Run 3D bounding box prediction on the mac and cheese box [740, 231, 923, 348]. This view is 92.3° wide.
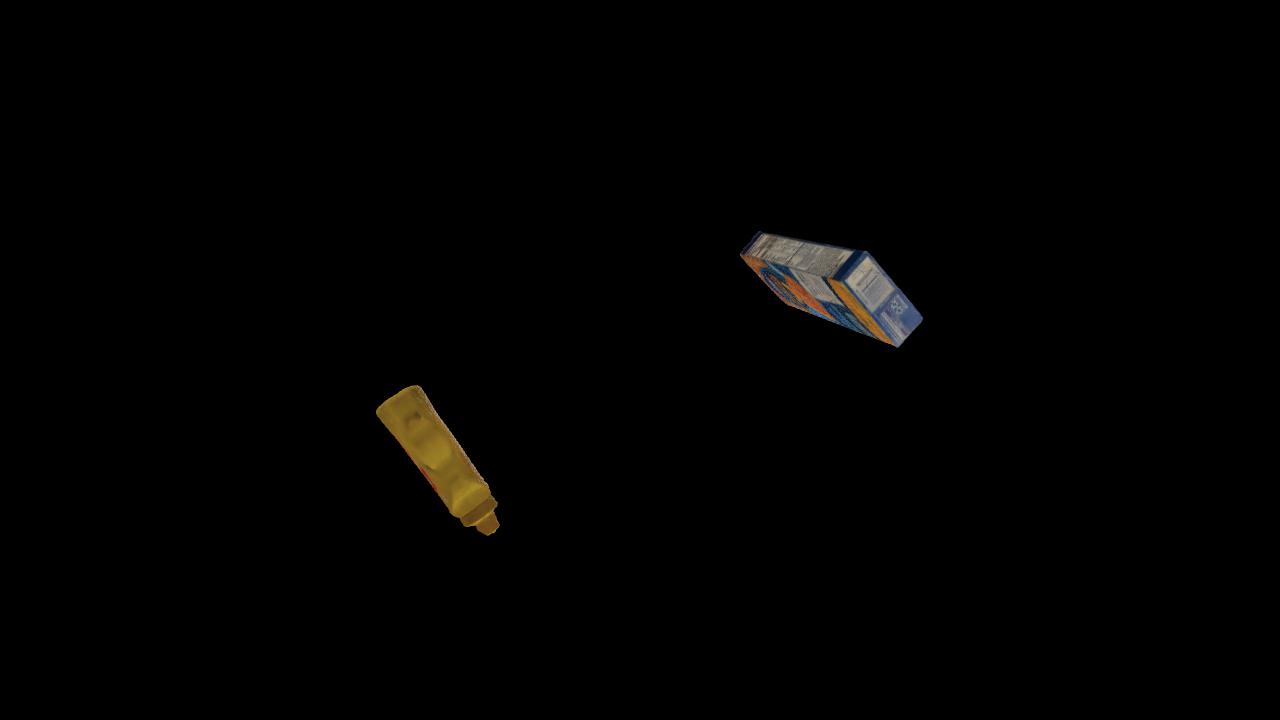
[{"bbox_3d":[0.176,-0.075,0.598,0.093,0.041,0.184,39,1,-24],"label":"mac and cheese box"}]

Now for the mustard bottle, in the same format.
[{"bbox_3d":[-0.214,0.116,0.677,0.054,0.184,0.092,-37,5,-26],"label":"mustard bottle"}]
